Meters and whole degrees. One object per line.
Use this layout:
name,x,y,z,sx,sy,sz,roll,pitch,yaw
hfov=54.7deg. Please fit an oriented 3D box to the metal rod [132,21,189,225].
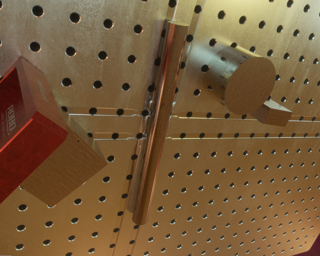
metal rod,-0.005,0.012,0.417,0.025,0.025,0.298,-4,120,-27

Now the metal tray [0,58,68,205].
metal tray,-0.134,-0.001,0.270,0.090,0.130,0.030,-44,130,2

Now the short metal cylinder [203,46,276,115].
short metal cylinder,0.106,-0.064,0.415,0.081,0.050,0.079,-14,125,-21

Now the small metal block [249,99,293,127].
small metal block,0.161,-0.027,0.469,0.050,0.050,0.025,6,115,-32

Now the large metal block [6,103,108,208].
large metal block,-0.120,0.030,0.348,0.080,0.050,0.080,-38,130,-3
